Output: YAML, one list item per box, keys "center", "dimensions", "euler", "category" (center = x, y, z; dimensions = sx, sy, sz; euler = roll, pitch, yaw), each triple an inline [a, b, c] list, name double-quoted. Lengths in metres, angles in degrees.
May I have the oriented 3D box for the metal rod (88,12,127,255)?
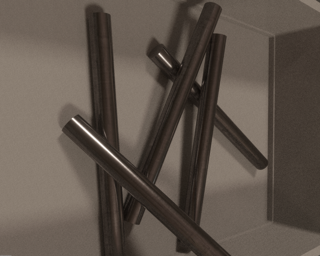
- center: [-0.060, 0.022, 0.358]
  dimensions: [0.025, 0.025, 0.298]
  euler: [-6, 94, -40]
  category: "metal rod"

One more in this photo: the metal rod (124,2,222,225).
- center: [0.018, -0.025, 0.398]
  dimensions: [0.025, 0.025, 0.299]
  euler: [27, 80, -37]
  category: "metal rod"

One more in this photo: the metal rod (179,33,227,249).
- center: [0.060, 0.020, 0.436]
  dimensions: [0.025, 0.025, 0.298]
  euler: [5, 94, -40]
  category: "metal rod"

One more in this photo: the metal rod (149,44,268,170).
- center: [0.090, -0.017, 0.484]
  dimensions: [0.300, 0.025, 0.025]
  euler: [41, 65, -33]
  category: "metal rod"

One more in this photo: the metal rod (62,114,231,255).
- center: [0.014, 0.097, 0.335]
  dimensions: [0.300, 0.025, 0.025]
  euler: [43, 60, -1]
  category: "metal rod"
